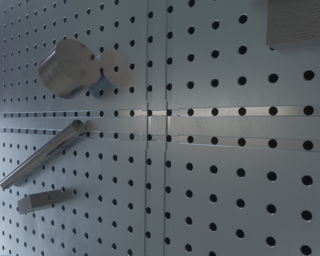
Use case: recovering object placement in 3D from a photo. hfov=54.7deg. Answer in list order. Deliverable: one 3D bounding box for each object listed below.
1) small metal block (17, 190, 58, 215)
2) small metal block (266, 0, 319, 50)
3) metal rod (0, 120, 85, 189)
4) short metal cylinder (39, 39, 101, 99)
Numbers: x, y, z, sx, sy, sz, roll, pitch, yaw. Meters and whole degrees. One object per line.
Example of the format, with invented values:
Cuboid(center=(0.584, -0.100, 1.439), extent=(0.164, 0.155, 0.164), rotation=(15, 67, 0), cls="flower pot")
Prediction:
Cuboid(center=(-0.231, 0.140, 0.584), extent=(0.050, 0.050, 0.025), rotation=(-29, 72, 36), cls="small metal block")
Cuboid(center=(0.133, -0.106, 0.299), extent=(0.050, 0.025, 0.050), rotation=(3, 92, 40), cls="small metal block")
Cuboid(center=(-0.241, 0.061, 0.608), extent=(0.299, 0.025, 0.025), rotation=(-32, 71, 35), cls="metal rod")
Cuboid(center=(-0.142, -0.092, 0.490), extent=(0.050, 0.081, 0.080), rotation=(-28, 73, 36), cls="short metal cylinder")
